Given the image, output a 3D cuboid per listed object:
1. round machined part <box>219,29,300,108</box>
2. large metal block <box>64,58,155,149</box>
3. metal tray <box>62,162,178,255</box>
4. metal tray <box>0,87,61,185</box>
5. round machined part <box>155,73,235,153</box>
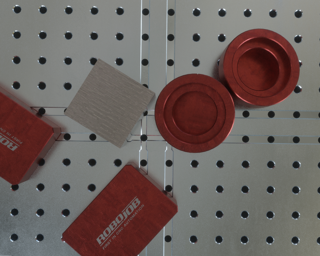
[{"bbox_3d":[0.124,-0.074,0.402,0.099,0.042,0.097,0,86,-6],"label":"round machined part"},{"bbox_3d":[-0.061,-0.030,0.400,0.080,0.050,0.080,32,90,0],"label":"large metal block"},{"bbox_3d":[-0.051,0.121,0.410,0.090,0.030,0.130,42,90,0],"label":"metal tray"},{"bbox_3d":[-0.212,0.002,0.409,0.130,0.030,0.090,34,90,0],"label":"metal tray"},{"bbox_3d":[0.045,-0.019,0.399,0.098,0.042,0.097,1,95,10],"label":"round machined part"}]
